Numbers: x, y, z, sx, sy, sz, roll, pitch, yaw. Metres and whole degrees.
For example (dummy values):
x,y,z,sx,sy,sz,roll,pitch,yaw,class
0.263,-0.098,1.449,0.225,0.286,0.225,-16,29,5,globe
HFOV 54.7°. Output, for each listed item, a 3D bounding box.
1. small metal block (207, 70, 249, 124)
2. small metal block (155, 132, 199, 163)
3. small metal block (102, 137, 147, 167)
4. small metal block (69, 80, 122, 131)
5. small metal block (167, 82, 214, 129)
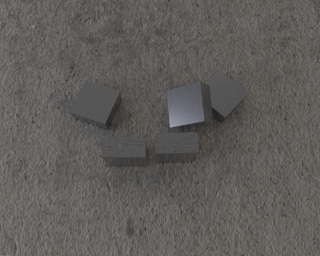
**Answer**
x,y,z,sx,sy,sz,roll,pitch,yaw,class
0.083,-0.042,0.424,0.050,0.025,0.050,41,75,13,small metal block
0.020,0.026,0.385,0.050,0.050,0.025,-2,70,-1,small metal block
-0.042,0.030,0.383,0.050,0.050,0.025,0,70,0,small metal block
-0.085,-0.031,0.419,0.050,0.025,0.050,19,71,6,small metal block
0.039,-0.028,0.401,0.050,0.025,0.050,-11,79,34,small metal block
